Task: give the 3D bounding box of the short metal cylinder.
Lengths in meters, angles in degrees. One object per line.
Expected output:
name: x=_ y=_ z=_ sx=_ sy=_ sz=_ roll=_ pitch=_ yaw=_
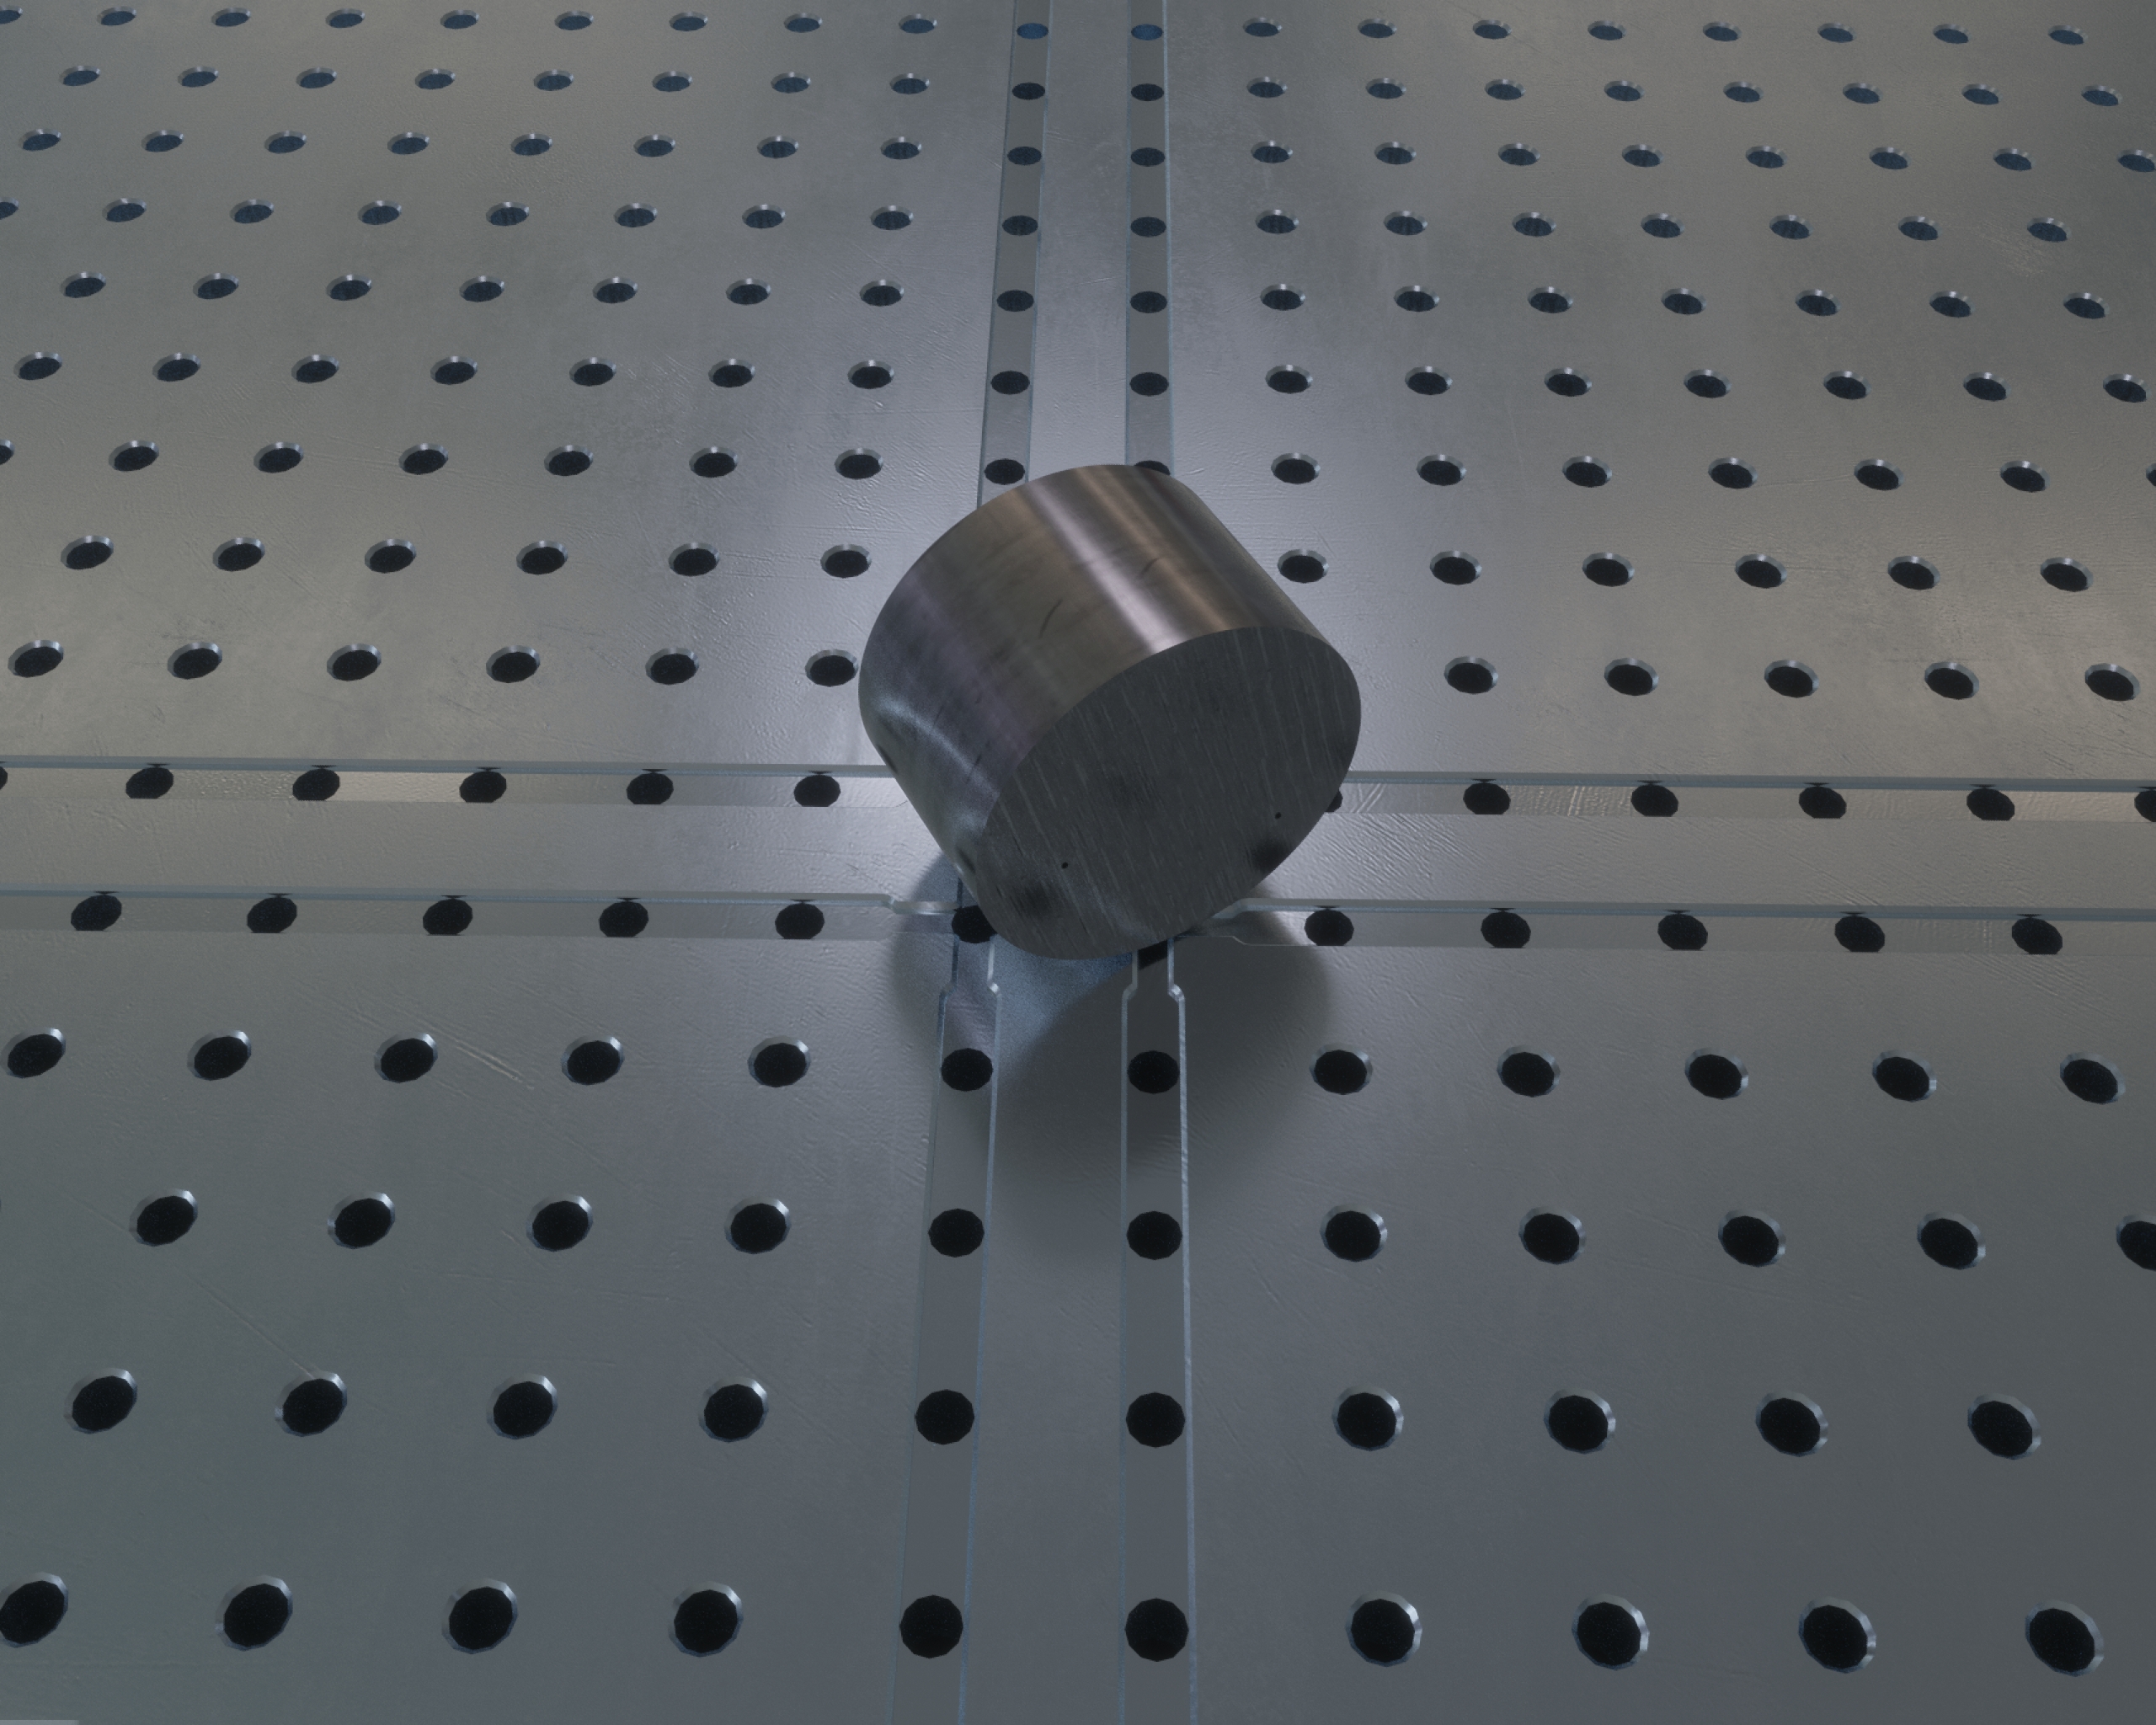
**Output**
short metal cylinder: x=0.006 y=-0.028 z=0.394 sx=0.081 sy=0.080 sz=0.050 roll=-22 pitch=53 yaw=-18
